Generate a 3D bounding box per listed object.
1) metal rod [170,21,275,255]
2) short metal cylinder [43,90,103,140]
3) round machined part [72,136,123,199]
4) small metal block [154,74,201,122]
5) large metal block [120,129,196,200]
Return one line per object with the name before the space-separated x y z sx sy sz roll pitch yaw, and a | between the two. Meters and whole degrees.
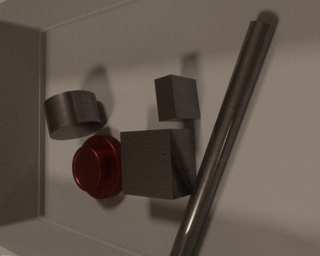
metal rod | 0.063 0.032 0.353 0.025 0.025 0.298 27 107 36
short metal cylinder | -0.134 -0.018 0.478 0.080 0.081 0.050 -27 73 36
round machined part | -0.097 0.060 0.473 0.098 0.042 0.097 0 90 39
small metal block | 0.022 -0.034 0.371 0.025 0.050 0.050 -11 83 39
large metal block | -0.002 0.043 0.391 0.080 0.050 0.080 -4 88 39
